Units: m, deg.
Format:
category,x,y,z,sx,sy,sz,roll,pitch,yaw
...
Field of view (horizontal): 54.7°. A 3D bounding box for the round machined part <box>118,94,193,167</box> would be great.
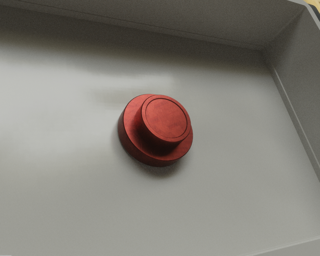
category,x,y,z,sx,sy,sz,roll,pitch,yaw
round machined part,0.000,-0.003,0.394,0.099,0.042,0.098,14,56,-21
